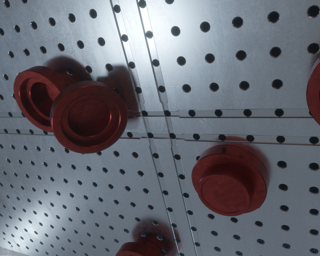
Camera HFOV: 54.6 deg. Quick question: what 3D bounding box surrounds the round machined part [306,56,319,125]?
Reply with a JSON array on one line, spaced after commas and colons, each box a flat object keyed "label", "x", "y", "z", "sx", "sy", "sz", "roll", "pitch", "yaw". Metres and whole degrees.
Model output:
[{"label": "round machined part", "x": 0.186, "y": -0.039, "z": 0.278, "sx": 0.098, "sy": 0.042, "sz": 0.097, "roll": 13, "pitch": 124, "yaw": 21}]

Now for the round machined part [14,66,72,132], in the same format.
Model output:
[{"label": "round machined part", "x": -0.162, "y": -0.045, "z": 0.459, "sx": 0.098, "sy": 0.042, "sz": 0.097, "roll": 13, "pitch": 124, "yaw": 21}]

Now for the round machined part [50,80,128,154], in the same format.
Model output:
[{"label": "round machined part", "x": -0.097, "y": -0.018, "z": 0.418, "sx": 0.042, "sy": 0.099, "sz": 0.097, "roll": -133, "pitch": 33, "yaw": -54}]

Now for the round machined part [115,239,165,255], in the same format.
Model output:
[{"label": "round machined part", "x": -0.030, "y": 0.244, "z": 0.567, "sx": 0.098, "sy": 0.042, "sz": 0.097, "roll": 13, "pitch": 124, "yaw": 21}]

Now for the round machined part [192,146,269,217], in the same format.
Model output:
[{"label": "round machined part", "x": 0.087, "y": 0.075, "z": 0.401, "sx": 0.098, "sy": 0.042, "sz": 0.097, "roll": 13, "pitch": 124, "yaw": 21}]
